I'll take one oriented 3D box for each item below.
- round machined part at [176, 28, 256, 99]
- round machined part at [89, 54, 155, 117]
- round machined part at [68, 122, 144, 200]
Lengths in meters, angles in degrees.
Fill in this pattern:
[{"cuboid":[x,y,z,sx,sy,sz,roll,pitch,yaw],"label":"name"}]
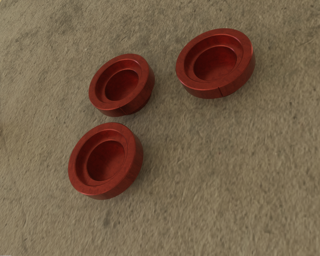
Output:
[{"cuboid":[0.074,-0.078,0.401,0.098,0.042,0.098,-13,56,20],"label":"round machined part"},{"cuboid":[-0.051,-0.057,0.454,0.098,0.042,0.098,-13,56,20],"label":"round machined part"},{"cuboid":[-0.065,0.045,0.398,0.098,0.042,0.098,-13,56,20],"label":"round machined part"}]
